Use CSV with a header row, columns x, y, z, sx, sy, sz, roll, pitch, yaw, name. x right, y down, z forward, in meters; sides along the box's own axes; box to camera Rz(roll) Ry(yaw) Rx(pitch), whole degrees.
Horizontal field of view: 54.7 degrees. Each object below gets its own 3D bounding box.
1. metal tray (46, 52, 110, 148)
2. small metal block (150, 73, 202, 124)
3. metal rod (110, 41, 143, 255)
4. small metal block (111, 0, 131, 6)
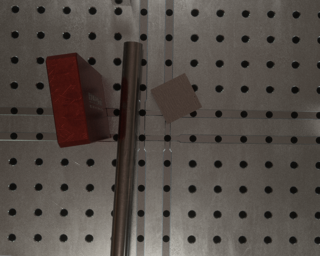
x,y,z,sx,sy,sz,roll,pitch,yaw,name
-0.089,-0.027,0.360,0.030,0.130,0.089,-8,90,0,metal tray
0.021,-0.038,0.414,0.050,0.025,0.050,-27,90,-1,small metal block
-0.045,0.037,0.412,0.025,0.025,0.298,4,90,-1,metal rod
-0.051,-0.193,0.400,0.025,0.050,0.050,2,90,0,small metal block
